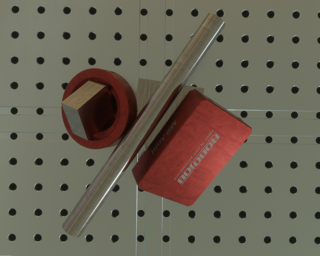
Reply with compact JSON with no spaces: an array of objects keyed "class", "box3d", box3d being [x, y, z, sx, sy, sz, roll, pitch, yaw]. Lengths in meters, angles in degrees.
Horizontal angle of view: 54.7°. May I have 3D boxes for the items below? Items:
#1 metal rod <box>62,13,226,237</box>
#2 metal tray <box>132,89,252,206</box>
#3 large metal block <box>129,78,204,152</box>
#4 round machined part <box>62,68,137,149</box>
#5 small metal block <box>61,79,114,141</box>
[{"class":"metal rod","box3d":[-0.018,-0.004,0.363,0.025,0.025,0.299,35,90,-1]},{"class":"metal tray","box3d":[0.038,0.029,0.378,0.090,0.030,0.129,28,105,-32]},{"class":"large metal block","box3d":[0.008,-0.015,0.401,0.081,0.050,0.080,9,90,-1]},{"class":"round machined part","box3d":[-0.072,-0.024,0.391,0.098,0.042,0.097,1,93,25]},{"class":"small metal block","box3d":[-0.085,-0.022,0.372,0.025,0.050,0.050,22,51,25]}]
